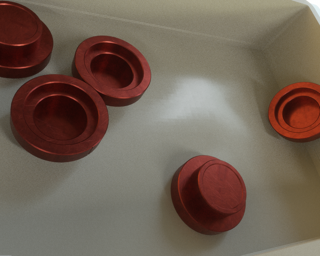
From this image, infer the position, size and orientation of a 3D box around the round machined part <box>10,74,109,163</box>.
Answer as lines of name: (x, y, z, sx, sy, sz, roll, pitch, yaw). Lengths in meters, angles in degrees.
round machined part: (-0.110, -0.007, 0.339, 0.099, 0.042, 0.098, 13, 57, -21)

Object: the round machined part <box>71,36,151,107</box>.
round machined part: (-0.065, -0.068, 0.401, 0.099, 0.042, 0.098, 14, 56, -21)

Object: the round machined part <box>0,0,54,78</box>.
round machined part: (-0.177, -0.111, 0.366, 0.099, 0.042, 0.098, 14, 56, -21)

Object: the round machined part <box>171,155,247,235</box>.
round machined part: (0.066, 0.078, 0.383, 0.099, 0.042, 0.098, 14, 56, -21)

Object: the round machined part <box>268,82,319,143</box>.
round machined part: (0.233, -0.022, 0.507, 0.042, 0.098, 0.098, 30, 44, -50)
